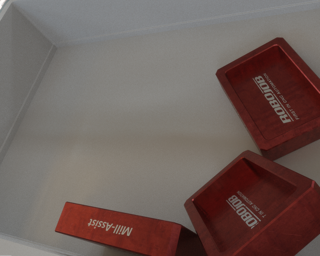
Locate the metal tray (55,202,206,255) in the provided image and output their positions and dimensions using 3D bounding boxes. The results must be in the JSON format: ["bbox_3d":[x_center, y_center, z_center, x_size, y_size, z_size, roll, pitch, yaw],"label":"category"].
[{"bbox_3d":[-0.026,0.109,0.310,0.130,0.090,0.030,2,63,29],"label":"metal tray"}]

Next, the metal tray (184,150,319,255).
[{"bbox_3d":[0.074,0.069,0.269,0.090,0.030,0.130,-40,8,0],"label":"metal tray"}]

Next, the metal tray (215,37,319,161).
[{"bbox_3d":[0.131,-0.037,0.356,0.090,0.030,0.130,-28,52,10],"label":"metal tray"}]
